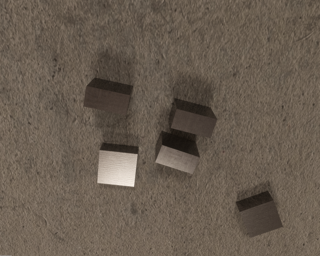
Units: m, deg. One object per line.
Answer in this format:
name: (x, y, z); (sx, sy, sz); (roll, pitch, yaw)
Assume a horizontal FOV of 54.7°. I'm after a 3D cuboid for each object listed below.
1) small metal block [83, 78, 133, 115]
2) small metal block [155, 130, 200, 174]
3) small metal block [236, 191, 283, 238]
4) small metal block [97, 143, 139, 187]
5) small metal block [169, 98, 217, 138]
small metal block: (-0.062, -0.040, 0.381); (0.050, 0.050, 0.025); (12, 110, -5)
small metal block: (0.022, 0.031, 0.408); (0.050, 0.050, 0.025); (19, 109, -7)
small metal block: (0.147, 0.128, 0.459); (0.050, 0.025, 0.050); (-22, 109, 7)
small metal block: (-0.058, 0.051, 0.428); (0.050, 0.025, 0.050); (7, 110, -3)
small metal block: (0.040, -0.014, 0.392); (0.050, 0.050, 0.025); (14, 110, -6)
